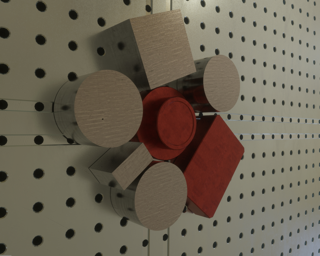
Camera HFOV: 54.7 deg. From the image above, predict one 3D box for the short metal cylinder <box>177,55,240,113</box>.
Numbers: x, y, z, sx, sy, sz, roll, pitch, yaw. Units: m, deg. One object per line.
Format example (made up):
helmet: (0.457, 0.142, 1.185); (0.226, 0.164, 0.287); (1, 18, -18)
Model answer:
short metal cylinder: (0.072, -0.062, 0.452); (0.081, 0.050, 0.080); (0, 90, -40)

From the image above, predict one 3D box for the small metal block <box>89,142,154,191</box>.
small metal block: (-0.044, 0.041, 0.354); (0.050, 0.050, 0.025); (-45, 117, -31)

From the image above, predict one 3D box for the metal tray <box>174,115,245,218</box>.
metal tray: (0.071, 0.055, 0.464); (0.090, 0.030, 0.130); (48, 61, -29)

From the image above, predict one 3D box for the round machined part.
round machined part: (0.009, -0.006, 0.405); (0.099, 0.042, 0.097); (0, 90, -40)

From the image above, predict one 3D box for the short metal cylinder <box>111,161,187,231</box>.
short metal cylinder: (-0.013, 0.079, 0.381); (0.081, 0.050, 0.080); (0, 90, -40)

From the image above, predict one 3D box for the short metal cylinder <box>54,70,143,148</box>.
short metal cylinder: (-0.066, -0.020, 0.336); (0.081, 0.050, 0.080); (0, 90, -40)

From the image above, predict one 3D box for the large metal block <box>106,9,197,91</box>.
large metal block: (-0.009, -0.095, 0.385); (0.081, 0.050, 0.080); (-27, 107, -37)
